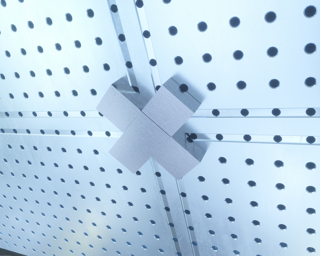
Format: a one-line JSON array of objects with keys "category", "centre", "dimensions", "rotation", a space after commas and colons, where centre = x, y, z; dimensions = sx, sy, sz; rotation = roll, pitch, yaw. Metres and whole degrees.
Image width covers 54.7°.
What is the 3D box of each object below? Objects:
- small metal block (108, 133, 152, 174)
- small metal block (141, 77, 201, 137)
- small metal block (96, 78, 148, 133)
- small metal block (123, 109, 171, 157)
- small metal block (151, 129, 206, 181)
[{"category": "small metal block", "centre": [-0.039, 0.032, 0.450], "dimensions": [0.050, 0.025, 0.050], "rotation": [41, 129, -1]}, {"category": "small metal block", "centre": [0.014, -0.025, 0.387], "dimensions": [0.050, 0.025, 0.050], "rotation": [41, 129, -1]}, {"category": "small metal block", "centre": [-0.051, -0.030, 0.418], "dimensions": [0.050, 0.025, 0.050], "rotation": [42, 129, -1]}, {"category": "small metal block", "centre": [-0.013, 0.003, 0.417], "dimensions": [0.050, 0.025, 0.050], "rotation": [41, 129, -1]}, {"category": "small metal block", "centre": [0.025, 0.036, 0.419], "dimensions": [0.050, 0.025, 0.050], "rotation": [42, 129, -1]}]
